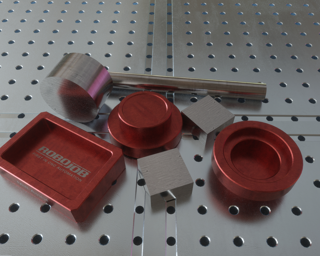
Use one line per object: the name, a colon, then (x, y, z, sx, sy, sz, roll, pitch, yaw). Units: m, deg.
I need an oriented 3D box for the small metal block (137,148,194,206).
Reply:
small metal block: (0.005, 0.056, 0.361, 0.050, 0.025, 0.050, -15, 52, -12)

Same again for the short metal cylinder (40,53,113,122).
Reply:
short metal cylinder: (-0.110, -0.053, 0.415, 0.080, 0.080, 0.050, 14, 51, 11)

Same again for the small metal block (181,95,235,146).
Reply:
small metal block: (0.063, -0.011, 0.418, 0.050, 0.025, 0.050, -31, 57, -24)

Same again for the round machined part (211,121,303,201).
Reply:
round machined part: (0.109, 0.041, 0.363, 0.099, 0.042, 0.098, 0, 50, 0)

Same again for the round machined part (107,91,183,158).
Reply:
round machined part: (-0.019, -0.011, 0.405, 0.099, 0.042, 0.098, 0, 47, 0)

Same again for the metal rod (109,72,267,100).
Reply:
metal rod: (0.002, -0.066, 0.462, 0.302, 0.025, 0.025, 5, 50, 4)

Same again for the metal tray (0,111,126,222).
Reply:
metal tray: (-0.119, 0.040, 0.369, 0.130, 0.030, 0.090, 24, 54, 19)
